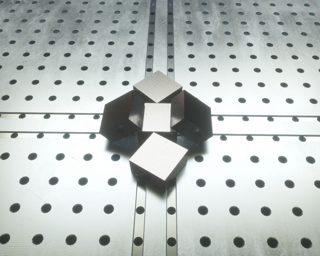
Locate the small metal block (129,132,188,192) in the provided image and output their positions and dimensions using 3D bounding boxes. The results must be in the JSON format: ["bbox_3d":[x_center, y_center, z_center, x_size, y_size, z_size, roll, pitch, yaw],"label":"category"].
[{"bbox_3d":[-0.001,0.040,0.374,0.050,0.025,0.050,27,55,22],"label":"small metal block"}]

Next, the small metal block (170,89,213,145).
[{"bbox_3d":[0.041,-0.014,0.402,0.050,0.025,0.050,30,43,-28],"label":"small metal block"}]

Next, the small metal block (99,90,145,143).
[{"bbox_3d":[-0.049,-0.015,0.404,0.050,0.025,0.050,-23,44,29],"label":"small metal block"}]

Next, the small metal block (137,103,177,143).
[{"bbox_3d":[-0.003,-0.006,0.413,0.050,0.025,0.050,1,49,1],"label":"small metal block"}]

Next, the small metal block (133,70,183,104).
[{"bbox_3d":[-0.003,-0.052,0.452,0.050,0.025,0.050,-36,58,-27],"label":"small metal block"}]
